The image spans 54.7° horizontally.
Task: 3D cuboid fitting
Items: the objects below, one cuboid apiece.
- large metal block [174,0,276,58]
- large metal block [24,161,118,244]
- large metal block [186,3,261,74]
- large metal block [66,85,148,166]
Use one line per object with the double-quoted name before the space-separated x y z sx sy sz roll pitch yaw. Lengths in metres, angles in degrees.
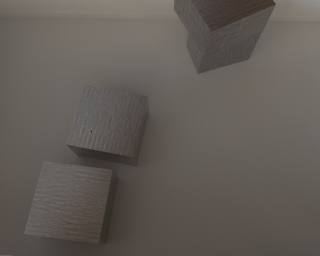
"large metal block" 0.071 -0.142 0.364 0.080 0.050 0.080 -25 72 -9
"large metal block" -0.099 0.088 0.363 0.080 0.050 0.080 7 70 2
"large metal block" 0.086 -0.126 0.427 0.080 0.080 0.050 -17 71 -6
"large metal block" -0.063 -0.002 0.396 0.080 0.050 0.080 11 70 4
